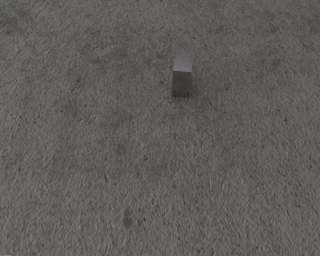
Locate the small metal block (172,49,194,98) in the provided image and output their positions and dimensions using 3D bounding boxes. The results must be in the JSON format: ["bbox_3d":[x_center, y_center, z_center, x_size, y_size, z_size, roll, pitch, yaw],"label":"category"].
[{"bbox_3d":[0.033,-0.080,0.454,0.025,0.050,0.050,6,50,5],"label":"small metal block"}]
